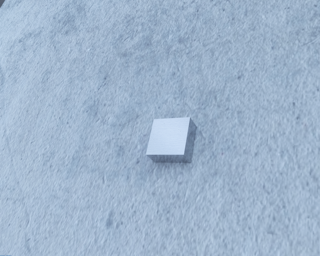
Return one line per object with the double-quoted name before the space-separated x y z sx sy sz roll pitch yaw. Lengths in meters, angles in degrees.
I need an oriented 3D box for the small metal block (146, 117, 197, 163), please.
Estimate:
"small metal block" 0.015 0.015 0.387 0.050 0.025 0.050 -2 60 27
